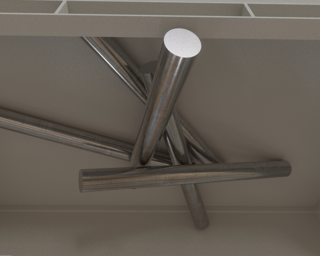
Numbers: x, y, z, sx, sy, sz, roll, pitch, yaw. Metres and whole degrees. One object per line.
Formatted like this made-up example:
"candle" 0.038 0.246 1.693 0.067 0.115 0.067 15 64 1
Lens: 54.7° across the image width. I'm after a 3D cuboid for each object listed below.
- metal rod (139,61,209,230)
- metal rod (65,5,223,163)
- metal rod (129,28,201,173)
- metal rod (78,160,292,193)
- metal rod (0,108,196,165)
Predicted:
"metal rod" 0.030 0.046 0.414 0.025 0.025 0.299 -12 130 10
"metal rod" 0.003 -0.023 0.389 0.025 0.025 0.300 -30 125 22
"metal rod" -0.013 0.012 0.333 0.025 0.025 0.299 9 152 -7
"metal rod" 0.051 0.059 0.399 0.303 0.025 0.025 1 133 -26
"metal rod" -0.093 0.020 0.425 0.302 0.025 0.025 17 128 -14
